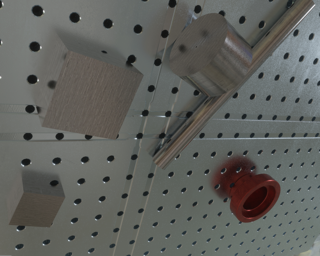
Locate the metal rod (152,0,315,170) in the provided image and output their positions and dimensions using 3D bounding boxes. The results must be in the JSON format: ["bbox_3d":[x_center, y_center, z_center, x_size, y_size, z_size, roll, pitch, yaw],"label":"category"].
[{"bbox_3d":[0.098,-0.059,0.430,0.300,0.025,0.025,-48,129,5],"label":"metal rod"}]

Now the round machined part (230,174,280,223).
[{"bbox_3d":[0.169,0.124,0.572,0.099,0.042,0.097,-14,124,-21],"label":"round machined part"}]

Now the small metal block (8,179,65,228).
[{"bbox_3d":[-0.154,0.095,0.386,0.050,0.025,0.050,18,109,-36],"label":"small metal block"}]

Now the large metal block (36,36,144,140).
[{"bbox_3d":[-0.076,-0.040,0.330,0.081,0.050,0.079,13,112,-34],"label":"large metal block"}]

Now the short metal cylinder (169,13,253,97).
[{"bbox_3d":[0.058,-0.083,0.357,0.050,0.080,0.080,30,102,-38],"label":"short metal cylinder"}]
